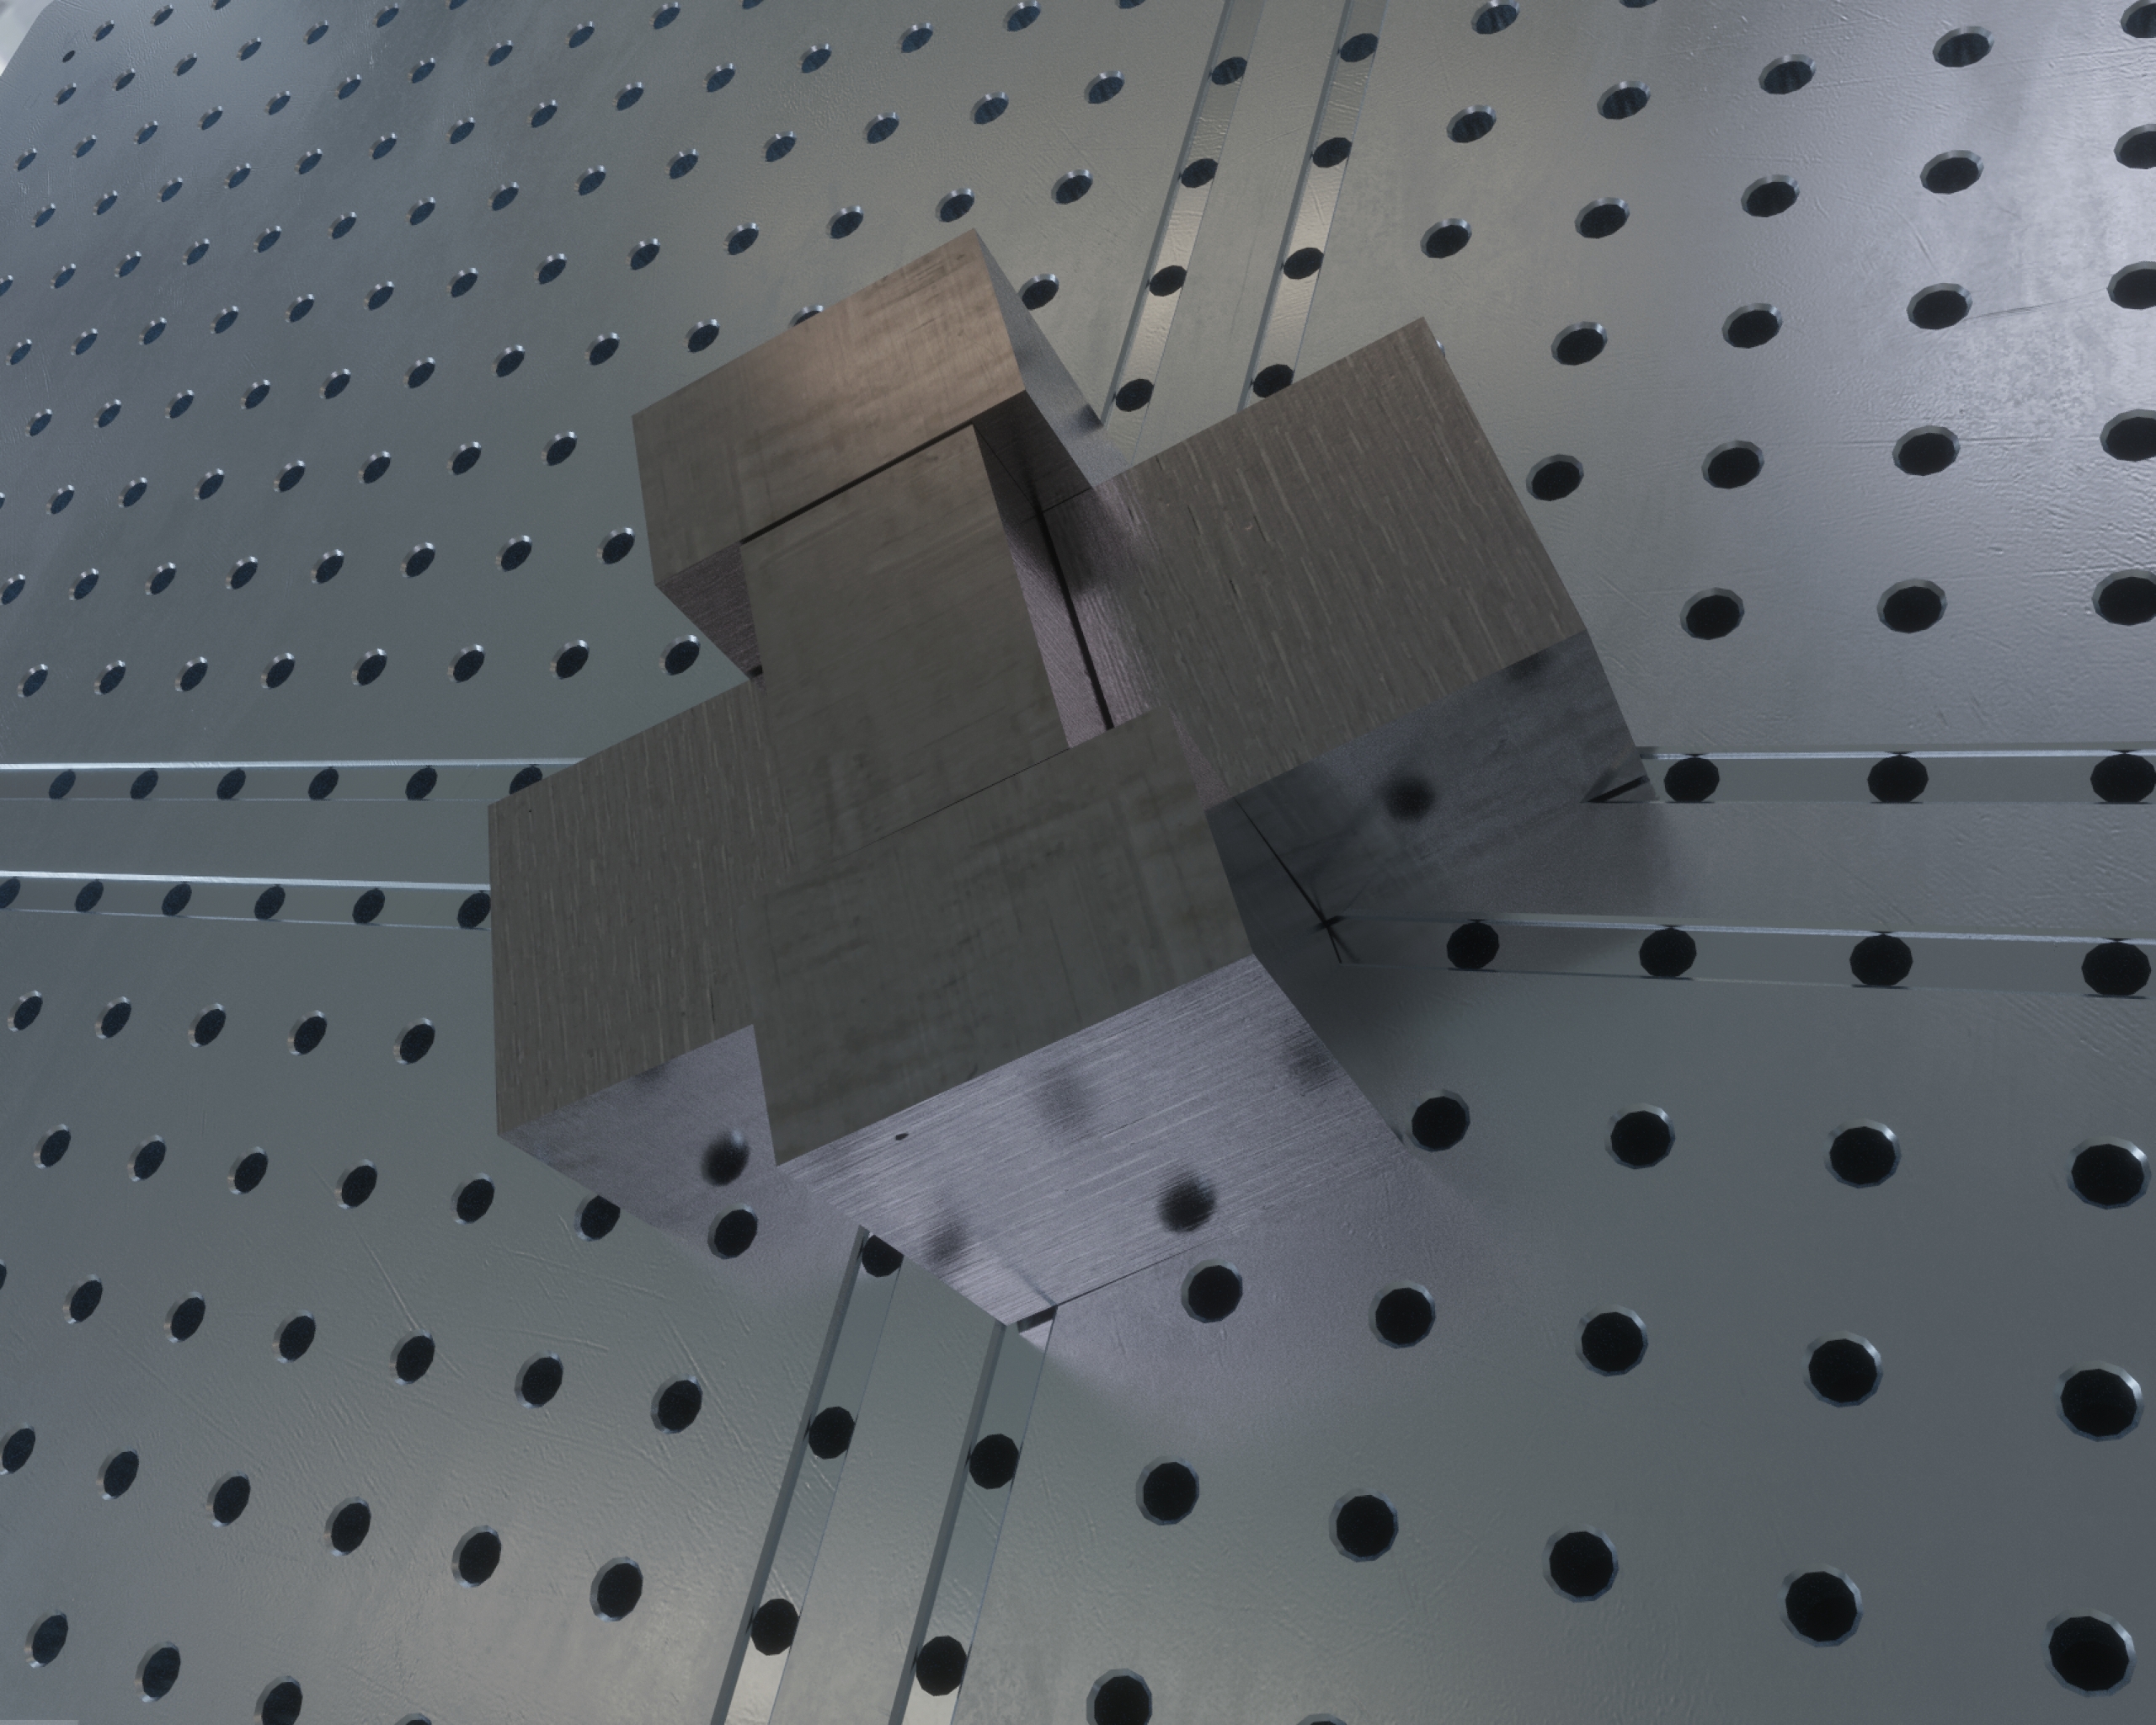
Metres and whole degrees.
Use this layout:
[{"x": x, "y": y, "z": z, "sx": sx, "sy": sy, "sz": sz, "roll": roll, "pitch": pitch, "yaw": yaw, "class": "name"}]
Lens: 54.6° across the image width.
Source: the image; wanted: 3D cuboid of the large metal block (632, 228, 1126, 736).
[{"x": -0.033, "y": -0.070, "z": 0.433, "sx": 0.080, "sy": 0.080, "sz": 0.050, "roll": -25, "pitch": 52, "yaw": 13, "class": "large metal block"}]

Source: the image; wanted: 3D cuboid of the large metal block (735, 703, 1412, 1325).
[{"x": 0.001, "y": 0.029, "z": 0.355, "sx": 0.080, "sy": 0.080, "sz": 0.050, "roll": -25, "pitch": 53, "yaw": 12, "class": "large metal block"}]

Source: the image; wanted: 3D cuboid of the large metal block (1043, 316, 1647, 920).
[{"x": 0.049, "y": -0.042, "z": 0.392, "sx": 0.080, "sy": 0.050, "sz": 0.080, "roll": -26, "pitch": 55, "yaw": 12, "class": "large metal block"}]

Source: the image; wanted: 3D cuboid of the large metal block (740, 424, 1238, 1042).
[{"x": -0.016, "y": -0.020, "z": 0.394, "sx": 0.050, "sy": 0.080, "sz": 0.080, "roll": -26, "pitch": 53, "yaw": 13, "class": "large metal block"}]

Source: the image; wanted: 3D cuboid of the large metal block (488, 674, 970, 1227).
[{"x": -0.069, "y": 0.016, "z": 0.421, "sx": 0.080, "sy": 0.050, "sz": 0.080, "roll": -24, "pitch": 53, "yaw": 14, "class": "large metal block"}]
